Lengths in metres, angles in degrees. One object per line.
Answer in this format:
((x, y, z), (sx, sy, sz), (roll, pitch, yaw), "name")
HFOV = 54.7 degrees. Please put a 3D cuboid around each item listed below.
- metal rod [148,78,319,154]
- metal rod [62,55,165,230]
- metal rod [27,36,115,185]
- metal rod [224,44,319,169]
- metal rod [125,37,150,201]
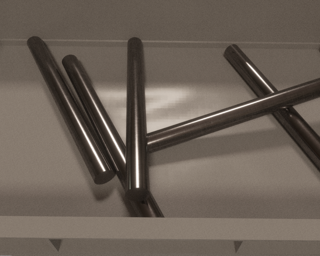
((0.126, -0.026, 0.402), (0.302, 0.025, 0.025), (-18, 52, -5), "metal rod")
((-0.075, -0.003, 0.406), (0.025, 0.025, 0.300), (-21, 53, -17), "metal rod")
((-0.138, -0.043, 0.439), (0.025, 0.025, 0.300), (-23, 54, -19), "metal rod")
((0.172, -0.021, 0.424), (0.025, 0.025, 0.300), (-16, 52, -13), "metal rod")
((-0.032, -0.038, 0.418), (0.025, 0.025, 0.300), (-3, 45, -3), "metal rod")
